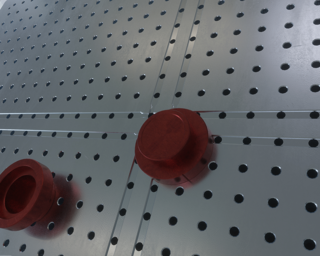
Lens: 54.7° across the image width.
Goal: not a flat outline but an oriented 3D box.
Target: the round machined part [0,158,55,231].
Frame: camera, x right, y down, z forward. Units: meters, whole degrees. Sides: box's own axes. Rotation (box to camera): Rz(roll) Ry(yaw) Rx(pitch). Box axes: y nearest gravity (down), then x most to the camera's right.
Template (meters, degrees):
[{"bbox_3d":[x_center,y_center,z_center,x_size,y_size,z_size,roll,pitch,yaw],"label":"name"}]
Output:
[{"bbox_3d":[-0.190,0.096,0.439,0.098,0.042,0.098,-13,56,21],"label":"round machined part"}]

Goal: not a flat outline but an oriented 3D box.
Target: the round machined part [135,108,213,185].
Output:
[{"bbox_3d":[0.012,0.016,0.381,0.098,0.042,0.098,-13,56,21],"label":"round machined part"}]
